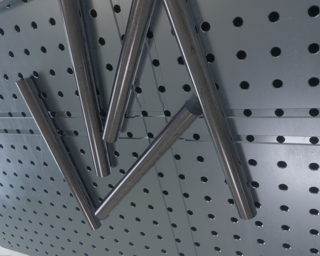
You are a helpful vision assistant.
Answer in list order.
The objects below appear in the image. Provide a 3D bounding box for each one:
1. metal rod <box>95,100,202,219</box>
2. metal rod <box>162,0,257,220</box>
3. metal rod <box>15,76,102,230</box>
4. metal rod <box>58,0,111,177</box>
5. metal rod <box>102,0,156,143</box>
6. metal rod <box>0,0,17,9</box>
[{"bbox_3d":[-0.033,0.065,0.469,0.025,0.025,0.298,40,129,1],"label":"metal rod"},{"bbox_3d":[0.065,-0.014,0.368,0.025,0.025,0.299,-9,114,32],"label":"metal rod"},{"bbox_3d":[-0.167,0.055,0.534,0.025,0.025,0.299,-5,116,30],"label":"metal rod"},{"bbox_3d":[-0.102,-0.057,0.430,0.025,0.025,0.298,10,123,23],"label":"metal rod"},{"bbox_3d":[-0.032,-0.098,0.368,0.025,0.025,0.298,28,128,10],"label":"metal rod"},{"bbox_3d":[-0.175,-0.170,0.375,0.300,0.025,0.025,-1,118,37],"label":"metal rod"}]
